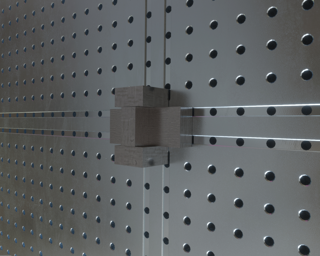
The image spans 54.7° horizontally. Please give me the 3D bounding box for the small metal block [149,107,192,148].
[{"bbox_3d":[0.013,-0.002,0.396,0.050,0.025,0.050,2,91,39],"label":"small metal block"}]

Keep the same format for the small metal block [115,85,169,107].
[{"bbox_3d":[-0.024,-0.040,0.410,0.050,0.050,0.025,1,91,39],"label":"small metal block"}]

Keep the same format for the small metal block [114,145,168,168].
[{"bbox_3d":[-0.024,0.035,0.411,0.050,0.050,0.025,1,91,39],"label":"small metal block"}]

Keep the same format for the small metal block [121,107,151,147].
[{"bbox_3d":[-0.024,-0.002,0.410,0.025,0.050,0.050,1,91,40],"label":"small metal block"}]

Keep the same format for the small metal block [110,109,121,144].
[{"bbox_3d":[-0.045,-0.002,0.444,0.050,0.025,0.050,1,91,39],"label":"small metal block"}]
